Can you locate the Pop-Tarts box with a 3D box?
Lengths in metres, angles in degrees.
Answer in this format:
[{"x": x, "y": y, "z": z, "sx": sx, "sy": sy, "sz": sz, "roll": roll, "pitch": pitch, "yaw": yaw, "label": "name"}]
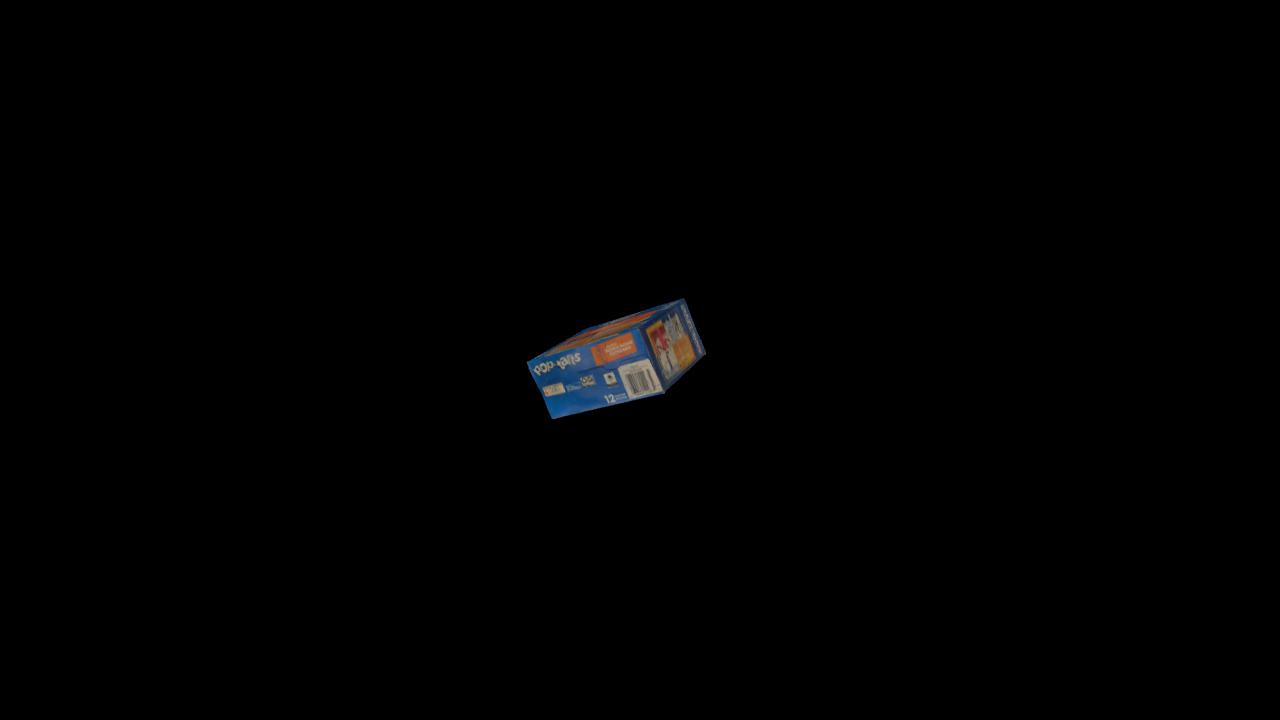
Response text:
[{"x": -0.027, "y": -0.003, "z": 0.768, "sx": 0.167, "sy": 0.083, "sz": 0.141, "roll": -14, "pitch": 12, "yaw": 31, "label": "Pop-Tarts box"}]
